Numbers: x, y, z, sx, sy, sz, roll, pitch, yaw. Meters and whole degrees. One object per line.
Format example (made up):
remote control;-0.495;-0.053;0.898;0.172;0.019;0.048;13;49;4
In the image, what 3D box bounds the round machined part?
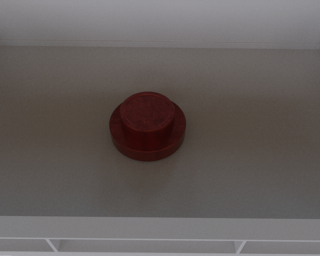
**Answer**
round machined part;-0.016;-0.009;0.397;0.099;0.042;0.098;0;50;0
